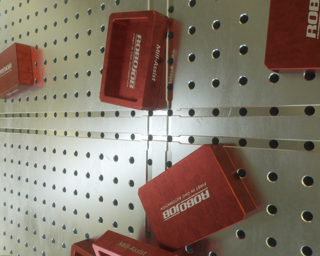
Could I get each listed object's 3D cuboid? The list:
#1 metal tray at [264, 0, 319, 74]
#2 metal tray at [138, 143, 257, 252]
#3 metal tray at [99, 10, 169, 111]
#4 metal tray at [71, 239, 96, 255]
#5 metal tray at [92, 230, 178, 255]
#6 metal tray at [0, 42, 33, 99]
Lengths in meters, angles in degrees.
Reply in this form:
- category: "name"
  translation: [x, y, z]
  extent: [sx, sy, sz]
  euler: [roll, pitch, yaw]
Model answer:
- category: "metal tray"
  translation: [0.150, -0.117, 0.282]
  extent: [0.090, 0.030, 0.129]
  euler: [7, 95, 40]
- category: "metal tray"
  translation: [0.038, 0.088, 0.376]
  extent: [0.130, 0.030, 0.090]
  euler: [-39, 66, 33]
- category: "metal tray"
  translation: [-0.039, -0.095, 0.439]
  extent: [0.090, 0.030, 0.129]
  euler: [14, 99, 39]
- category: "metal tray"
  translation: [-0.108, 0.258, 0.496]
  extent: [0.090, 0.030, 0.129]
  euler: [10, 96, 39]
- category: "metal tray"
  translation: [-0.024, 0.192, 0.404]
  extent: [0.130, 0.030, 0.090]
  euler: [2, 116, 40]
- category: "metal tray"
  translation: [-0.328, -0.121, 0.679]
  extent: [0.130, 0.030, 0.090]
  euler: [-13, 82, 39]
